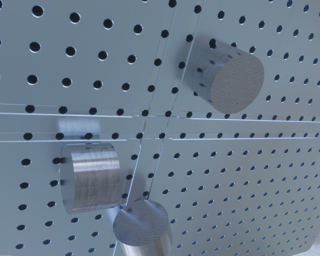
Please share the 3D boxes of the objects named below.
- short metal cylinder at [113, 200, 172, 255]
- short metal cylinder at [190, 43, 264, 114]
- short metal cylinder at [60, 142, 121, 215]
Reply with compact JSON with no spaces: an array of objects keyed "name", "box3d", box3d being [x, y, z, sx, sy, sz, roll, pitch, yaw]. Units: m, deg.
[{"name":"short metal cylinder","box3d":[-0.024,0.154,0.460,0.081,0.080,0.050,-22,127,-16]},{"name":"short metal cylinder","box3d":[0.087,-0.065,0.405,0.081,0.050,0.079,-14,125,-21]},{"name":"short metal cylinder","box3d":[-0.085,0.058,0.366,0.050,0.080,0.079,-1,119,-28]}]
